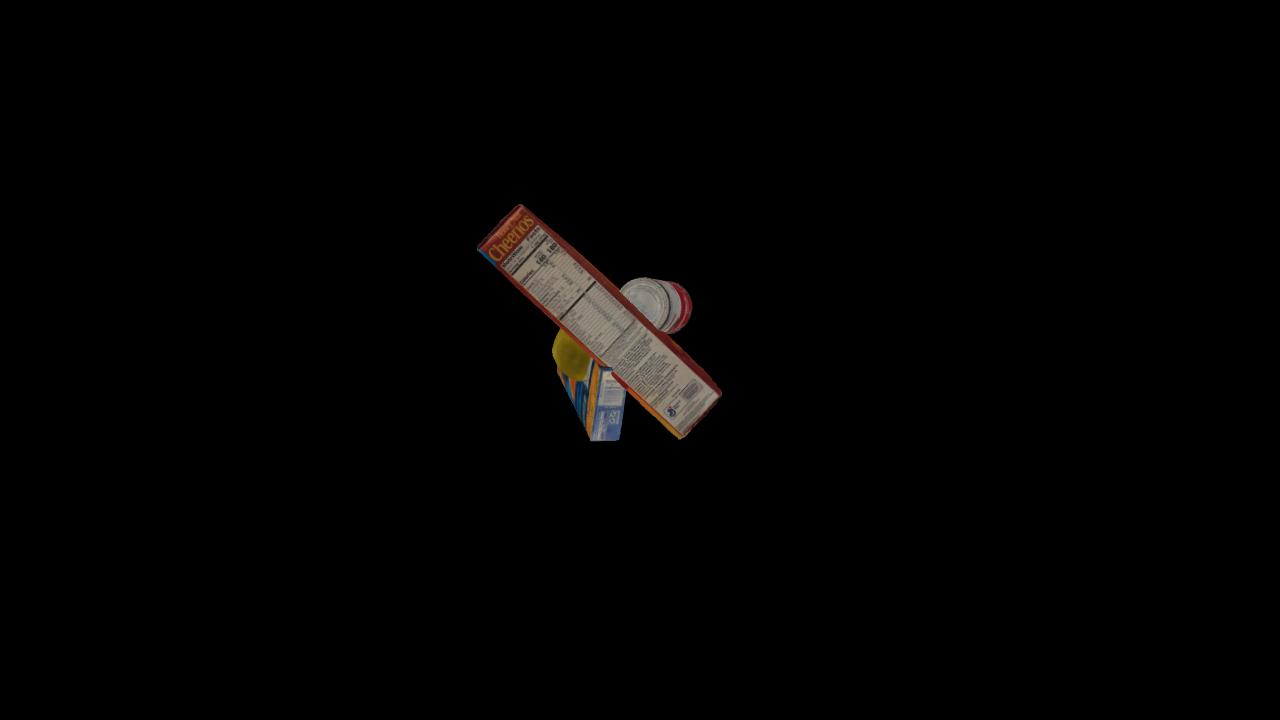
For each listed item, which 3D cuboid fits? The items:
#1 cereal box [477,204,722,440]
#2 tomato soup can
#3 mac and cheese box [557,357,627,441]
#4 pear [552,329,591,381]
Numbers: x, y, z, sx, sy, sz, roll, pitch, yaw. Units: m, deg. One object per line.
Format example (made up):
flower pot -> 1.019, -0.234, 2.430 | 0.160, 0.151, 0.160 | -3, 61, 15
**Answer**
cereal box -> -0.043, -0.048, 0.756 | 0.306, 0.081, 0.203 | 43, 3, -4
tomato soup can -> 0.018, -0.063, 0.731 | 0.068, 0.068, 0.101 | 0, 4, 19
mac and cheese box -> -0.063, 0.014, 0.755 | 0.041, 0.093, 0.184 | -1, 23, -20
pear -> -0.056, -0.020, 0.742 | 0.080, 0.080, 0.111 | 0, 14, 23
